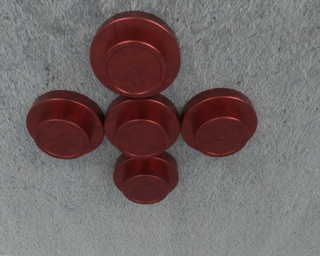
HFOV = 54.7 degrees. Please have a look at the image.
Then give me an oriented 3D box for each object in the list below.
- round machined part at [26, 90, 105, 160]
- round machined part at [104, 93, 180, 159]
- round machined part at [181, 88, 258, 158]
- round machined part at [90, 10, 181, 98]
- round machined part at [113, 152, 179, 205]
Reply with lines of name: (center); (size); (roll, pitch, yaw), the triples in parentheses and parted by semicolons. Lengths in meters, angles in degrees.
round machined part: (-0.122, 0.003, 0.398); (0.099, 0.042, 0.097); (-1, 130, 0)
round machined part: (-0.023, 0.003, 0.400); (0.099, 0.042, 0.097); (-1, 130, 0)
round machined part: (0.076, 0.000, 0.399); (0.099, 0.042, 0.097); (-1, 130, 0)
round machined part: (-0.027, -0.072, 0.336); (0.099, 0.042, 0.097); (-1, 130, 0)
round machined part: (-0.021, 0.078, 0.463); (0.099, 0.042, 0.097); (-1, 130, 0)
